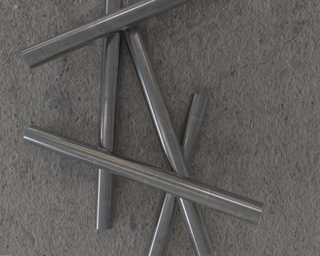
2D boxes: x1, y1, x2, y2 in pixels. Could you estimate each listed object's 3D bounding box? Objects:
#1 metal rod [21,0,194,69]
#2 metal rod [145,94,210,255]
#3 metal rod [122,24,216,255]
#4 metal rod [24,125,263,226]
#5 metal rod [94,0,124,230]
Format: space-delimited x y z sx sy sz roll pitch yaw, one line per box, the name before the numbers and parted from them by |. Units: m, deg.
metal rod | -0.024 -0.146 0.389 0.302 0.025 0.025 -26 90 -8
metal rod | 0.013 0.102 0.409 0.025 0.025 0.298 16 90 0
metal rod | 0.008 0.009 0.390 0.025 0.025 0.299 -18 82 0
metal rod | -0.032 0.050 0.371 0.301 0.025 0.025 17 90 15
metal rod | -0.067 -0.018 0.409 0.025 0.025 0.298 3 90 0
